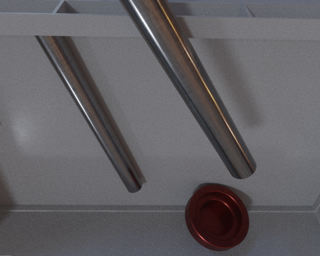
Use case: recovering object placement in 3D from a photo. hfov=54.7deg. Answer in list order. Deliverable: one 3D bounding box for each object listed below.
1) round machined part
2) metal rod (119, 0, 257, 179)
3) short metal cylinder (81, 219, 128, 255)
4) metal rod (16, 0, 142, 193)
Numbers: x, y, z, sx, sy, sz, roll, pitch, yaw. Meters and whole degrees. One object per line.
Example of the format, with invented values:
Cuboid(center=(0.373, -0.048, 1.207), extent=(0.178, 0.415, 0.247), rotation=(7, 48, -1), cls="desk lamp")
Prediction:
Cuboid(center=(0.086, 0.143, 0.487), extent=(0.099, 0.098, 0.042), rotation=(12, 144, -11), cls="round machined part")
Cuboid(center=(0.003, -0.061, 0.202), extent=(0.025, 0.025, 0.300), rotation=(-24, 127, 18), cls="metal rod")
Cuboid(center=(-0.102, 0.215, 0.577), extent=(0.081, 0.050, 0.079), rotation=(0, 130, 0), cls="short metal cylinder")
Cuboid(center=(-0.084, -0.017, 0.393), extent=(0.025, 0.025, 0.299), rotation=(-14, 129, 11), cls="metal rod")
